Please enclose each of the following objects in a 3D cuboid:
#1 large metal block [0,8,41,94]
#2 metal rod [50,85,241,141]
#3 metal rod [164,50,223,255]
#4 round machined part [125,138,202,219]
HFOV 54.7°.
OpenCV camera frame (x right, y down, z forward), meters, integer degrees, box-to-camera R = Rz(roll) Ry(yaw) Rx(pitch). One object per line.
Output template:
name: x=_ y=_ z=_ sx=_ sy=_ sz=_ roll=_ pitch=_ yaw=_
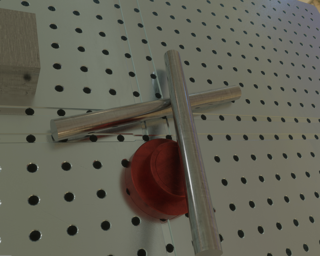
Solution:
large metal block: x=-0.183 y=-0.088 z=0.347 sx=0.081 sy=0.050 sz=0.080 roll=-1 pitch=62 yaw=-29
metal rod: x=0.004 y=-0.028 z=0.428 sx=0.303 sy=0.025 sz=0.025 roll=-14 pitch=69 yaw=-34
metal rod: x=0.031 y=0.001 z=0.375 sx=0.025 sy=0.025 sz=0.300 roll=14 pitch=44 yaw=-21
round machined part: x=0.012 y=0.056 z=0.371 sx=0.099 sy=0.042 sz=0.098 roll=14 pitch=56 yaw=-21
